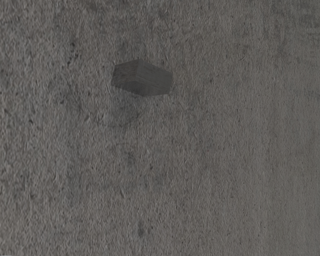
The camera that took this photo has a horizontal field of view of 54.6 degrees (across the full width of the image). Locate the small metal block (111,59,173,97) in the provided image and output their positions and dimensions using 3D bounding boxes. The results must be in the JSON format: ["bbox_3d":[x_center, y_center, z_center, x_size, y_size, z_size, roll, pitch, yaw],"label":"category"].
[{"bbox_3d":[-0.022,-0.058,0.369,0.050,0.050,0.025,16,80,-39],"label":"small metal block"}]
